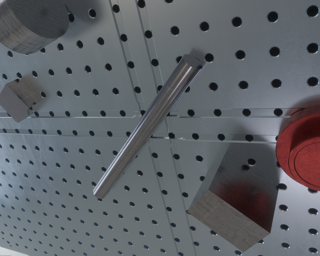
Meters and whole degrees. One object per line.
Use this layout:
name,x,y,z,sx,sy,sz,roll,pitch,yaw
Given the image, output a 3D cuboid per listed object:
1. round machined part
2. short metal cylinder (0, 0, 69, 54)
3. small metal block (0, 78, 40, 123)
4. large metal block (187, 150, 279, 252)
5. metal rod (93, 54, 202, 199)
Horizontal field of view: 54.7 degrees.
round machined part,0.174,0.028,0.326,0.098,0.042,0.097,13,124,21
short metal cylinder,-0.160,-0.137,0.375,0.050,0.080,0.080,-17,110,34
small metal block,-0.232,-0.044,0.506,0.050,0.025,0.050,48,129,-6
large metal block,0.092,0.087,0.381,0.080,0.080,0.050,35,129,5
metal rod,-0.033,0.018,0.439,0.025,0.025,0.298,39,129,2
